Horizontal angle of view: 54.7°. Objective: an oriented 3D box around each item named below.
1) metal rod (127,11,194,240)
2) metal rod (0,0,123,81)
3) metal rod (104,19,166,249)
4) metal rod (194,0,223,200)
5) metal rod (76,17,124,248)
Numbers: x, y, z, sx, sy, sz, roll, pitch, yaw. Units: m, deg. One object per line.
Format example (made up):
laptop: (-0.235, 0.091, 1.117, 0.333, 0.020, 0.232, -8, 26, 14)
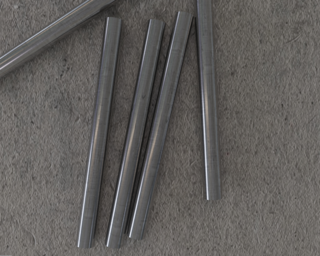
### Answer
metal rod: (0.000, -0.003, 0.409, 0.025, 0.025, 0.298, 12, 90, 0)
metal rod: (-0.129, -0.133, 0.408, 0.301, 0.025, 0.025, -33, 90, 0)
metal rod: (-0.033, 0.007, 0.409, 0.025, 0.025, 0.298, 11, 90, 0)
metal rod: (0.063, -0.056, 0.410, 0.025, 0.025, 0.298, -3, 90, 0)
metal rod: (-0.079, 0.006, 0.409, 0.025, 0.025, 0.298, 7, 90, 0)
